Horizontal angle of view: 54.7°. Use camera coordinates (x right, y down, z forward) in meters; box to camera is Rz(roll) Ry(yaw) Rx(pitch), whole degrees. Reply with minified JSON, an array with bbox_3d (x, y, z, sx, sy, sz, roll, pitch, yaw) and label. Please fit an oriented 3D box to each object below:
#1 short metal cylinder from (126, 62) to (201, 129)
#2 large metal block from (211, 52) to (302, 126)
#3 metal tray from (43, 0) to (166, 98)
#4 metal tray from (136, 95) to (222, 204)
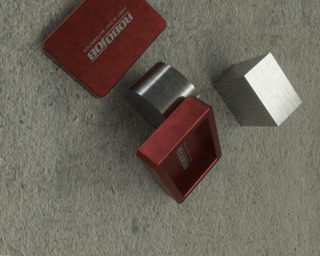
[{"bbox_3d":[0.004,-0.034,0.381,0.050,0.080,0.080,-46,105,-14],"label":"short metal cylinder"},{"bbox_3d":[0.131,-0.049,0.428,0.050,0.080,0.080,-42,103,-15],"label":"large metal block"},{"bbox_3d":[-0.066,-0.112,0.382,0.090,0.030,0.130,42,77,-15],"label":"metal tray"},{"bbox_3d":[0.030,0.032,0.373,0.090,0.030,0.130,-47,149,-13],"label":"metal tray"}]
